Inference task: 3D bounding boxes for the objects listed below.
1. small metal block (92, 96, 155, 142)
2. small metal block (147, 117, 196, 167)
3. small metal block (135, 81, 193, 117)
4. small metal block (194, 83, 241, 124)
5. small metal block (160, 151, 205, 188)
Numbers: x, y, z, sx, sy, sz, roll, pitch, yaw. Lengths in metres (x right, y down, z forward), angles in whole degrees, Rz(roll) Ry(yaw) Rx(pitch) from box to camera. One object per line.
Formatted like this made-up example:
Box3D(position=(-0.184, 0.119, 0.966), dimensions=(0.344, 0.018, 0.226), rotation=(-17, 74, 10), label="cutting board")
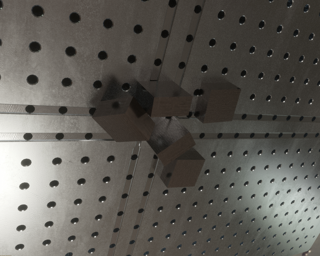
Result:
Box3D(position=(-0.042, -0.009, 0.365), dimensions=(0.050, 0.050, 0.025), rotation=(52, 46, -40), label="small metal block")
Box3D(position=(0.011, 0.015, 0.412), dimensions=(0.050, 0.050, 0.025), rotation=(-34, 129, -6), label="small metal block")
Box3D(position=(0.003, -0.036, 0.376), dimensions=(0.050, 0.050, 0.025), rotation=(-4, 120, -27), label="small metal block")
Box3D(position=(0.080, -0.036, 0.435), dimensions=(0.050, 0.025, 0.050), rotation=(-5, 121, -26), label="small metal block")
Box3D(position=(0.034, 0.062, 0.470), dimensions=(0.050, 0.025, 0.050), rotation=(4, 117, -31), label="small metal block")
